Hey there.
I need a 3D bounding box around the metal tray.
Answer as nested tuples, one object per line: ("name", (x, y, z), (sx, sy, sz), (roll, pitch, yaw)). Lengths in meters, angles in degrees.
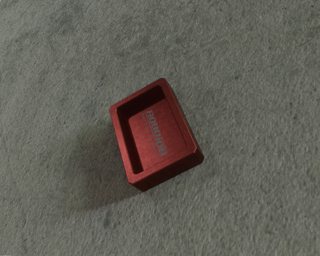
("metal tray", (-0.009, 0.005, 0.400), (0.090, 0.030, 0.130), (-28, 52, 10))
